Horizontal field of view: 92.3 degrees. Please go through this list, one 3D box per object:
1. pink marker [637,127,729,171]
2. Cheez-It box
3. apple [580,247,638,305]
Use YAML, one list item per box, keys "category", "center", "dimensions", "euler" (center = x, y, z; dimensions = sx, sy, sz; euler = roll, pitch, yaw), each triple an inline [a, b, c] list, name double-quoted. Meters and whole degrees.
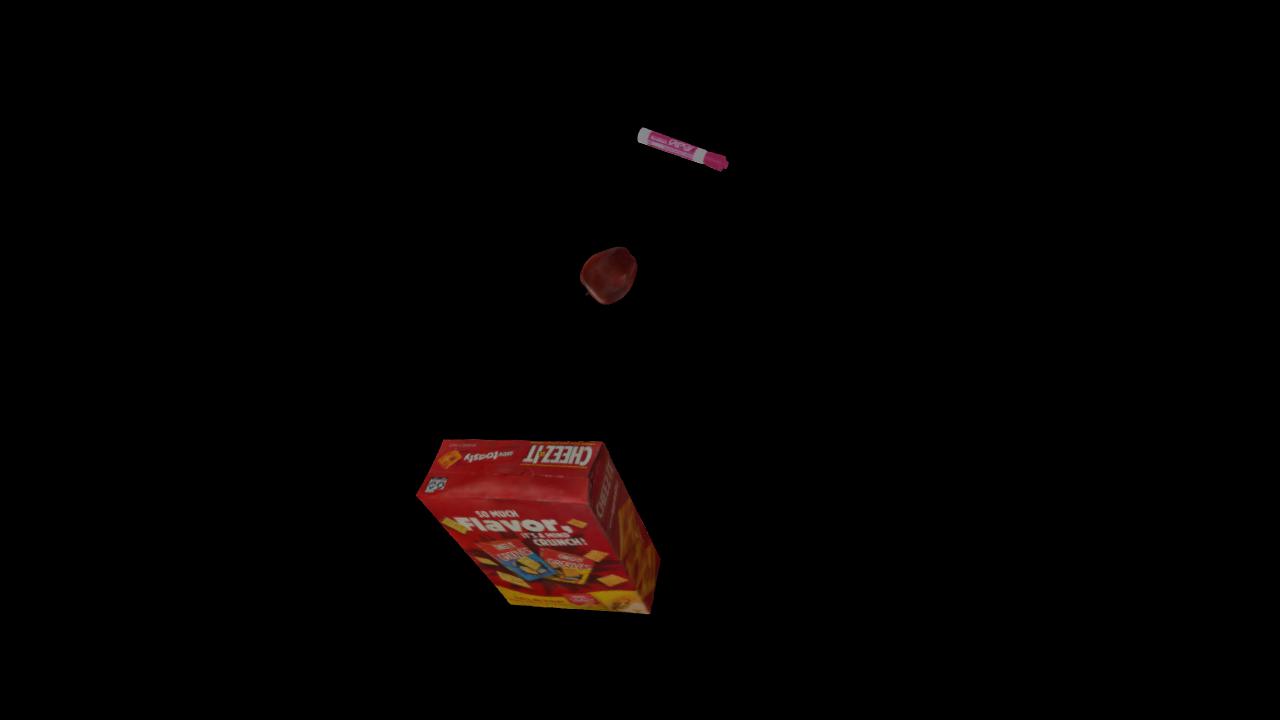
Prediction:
- category: "pink marker"
  center: [0.053, -0.258, 0.755]
  dimensions: [0.121, 0.020, 0.020]
  euler: [26, 8, 18]
- category: "Cheez-It box"
  center: [-0.087, 0.167, 0.599]
  dimensions: [0.166, 0.071, 0.223]
  euler: [-3, -44, 18]
- category: "apple"
  center: [-0.047, -0.128, 0.935]
  dimensions: [0.093, 0.079, 0.079]
  euler: [-43, 4, -4]
